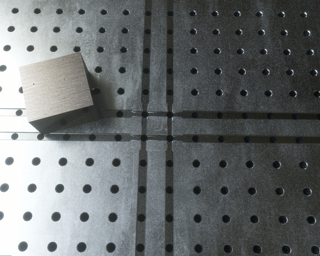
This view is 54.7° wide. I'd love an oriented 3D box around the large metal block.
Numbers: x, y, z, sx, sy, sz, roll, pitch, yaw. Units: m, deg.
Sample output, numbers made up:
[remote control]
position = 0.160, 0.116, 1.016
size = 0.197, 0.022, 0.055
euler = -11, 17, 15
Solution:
[large metal block]
position = -0.132, -0.045, 0.414
size = 0.081, 0.050, 0.080
euler = -16, 71, -6
